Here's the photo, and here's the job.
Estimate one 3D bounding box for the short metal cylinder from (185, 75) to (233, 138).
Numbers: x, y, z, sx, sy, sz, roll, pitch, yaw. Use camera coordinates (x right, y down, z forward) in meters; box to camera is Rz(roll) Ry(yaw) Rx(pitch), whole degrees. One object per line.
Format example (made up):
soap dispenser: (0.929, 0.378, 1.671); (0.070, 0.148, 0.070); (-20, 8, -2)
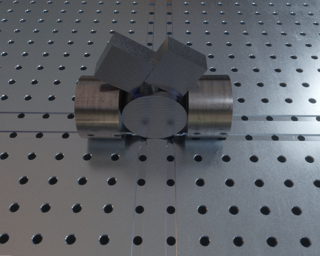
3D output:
short metal cylinder: (0.059, -0.027, 0.394); (0.050, 0.080, 0.080); (0, 50, 1)

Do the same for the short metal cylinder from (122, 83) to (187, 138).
short metal cylinder: (-0.006, -0.031, 0.397); (0.080, 0.080, 0.050); (1, 50, 1)

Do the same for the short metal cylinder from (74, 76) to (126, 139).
short metal cylinder: (-0.072, -0.026, 0.392); (0.050, 0.080, 0.080); (1, 50, 1)

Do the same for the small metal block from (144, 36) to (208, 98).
small metal block: (0.017, -0.067, 0.348); (0.050, 0.050, 0.025); (21, 46, -23)

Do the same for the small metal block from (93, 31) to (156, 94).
small metal block: (-0.039, -0.071, 0.345); (0.050, 0.050, 0.025); (22, 46, -23)
